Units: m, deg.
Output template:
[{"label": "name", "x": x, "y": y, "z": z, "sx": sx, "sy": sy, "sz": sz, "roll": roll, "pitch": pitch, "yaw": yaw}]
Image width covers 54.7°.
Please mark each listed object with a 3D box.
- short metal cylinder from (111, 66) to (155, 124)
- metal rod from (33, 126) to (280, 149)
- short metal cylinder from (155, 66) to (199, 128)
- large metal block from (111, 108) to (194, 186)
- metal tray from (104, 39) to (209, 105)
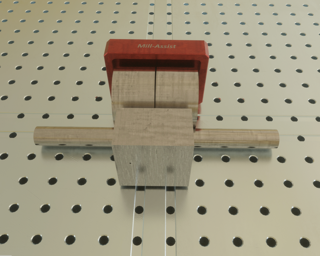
[{"label": "short metal cylinder", "x": -0.031, "y": -0.040, "z": 0.401, "sx": 0.050, "sy": 0.080, "sz": 0.080, "roll": 1, "pitch": 50, "yaw": 0}, {"label": "metal rod", "x": -0.004, "y": 0.012, "z": 0.392, "sx": 0.302, "sy": 0.025, "sz": 0.025, "roll": 1, "pitch": 50, "yaw": 0}, {"label": "short metal cylinder", "x": 0.021, "y": -0.039, "z": 0.401, "sx": 0.050, "sy": 0.080, "sz": 0.080, "roll": 1, "pitch": 50, "yaw": 1}, {"label": "large metal block", "x": -0.006, "y": 0.023, "z": 0.347, "sx": 0.081, "sy": 0.080, "sz": 0.050, "roll": 1, "pitch": 50, "yaw": 0}, {"label": "metal tray", "x": -0.004, "y": -0.074, "z": 0.423, "sx": 0.131, "sy": 0.089, "sz": 0.030, "roll": 1, "pitch": 50, "yaw": 0}]
